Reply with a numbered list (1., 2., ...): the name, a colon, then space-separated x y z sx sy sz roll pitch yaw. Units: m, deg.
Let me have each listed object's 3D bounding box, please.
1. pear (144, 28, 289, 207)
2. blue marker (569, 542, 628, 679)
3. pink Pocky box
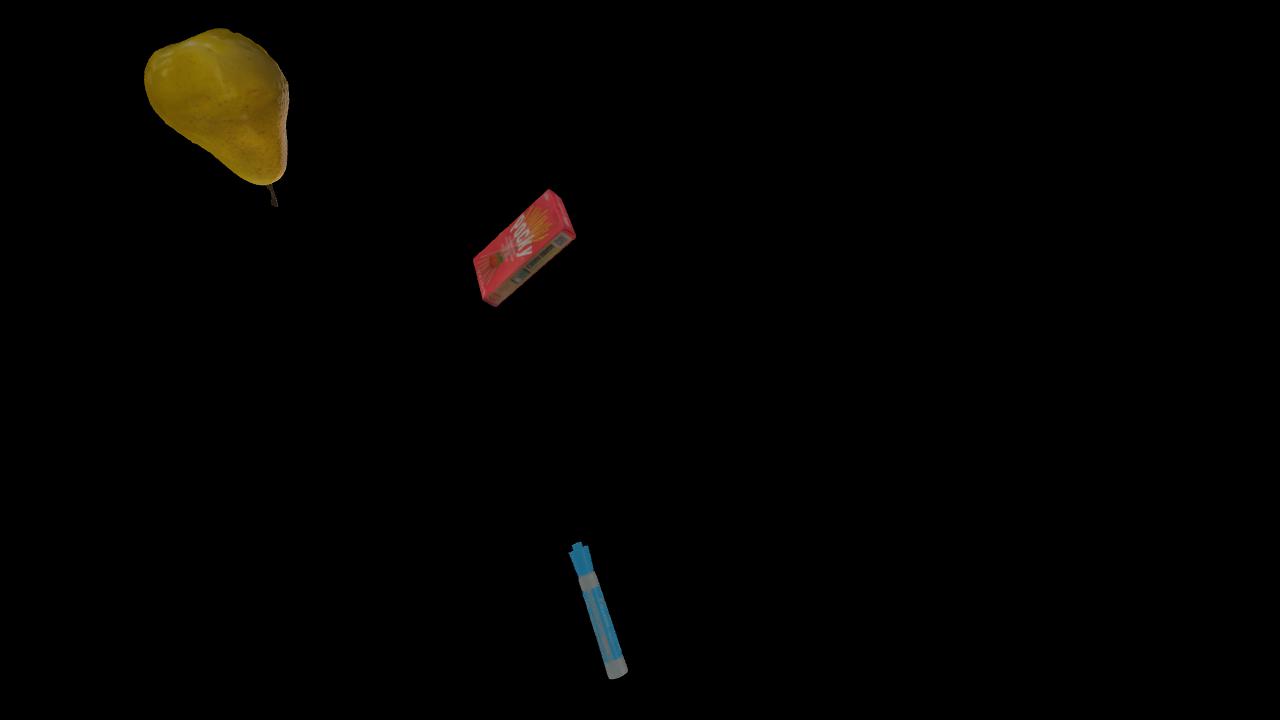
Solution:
1. pear: -0.265 -0.156 0.412 0.080 0.111 0.080 -14 36 10
2. blue marker: -0.039 0.226 0.561 0.020 0.121 0.020 -19 -9 -3
3. pink Pocky box: -0.158 -0.149 0.822 0.155 0.084 0.029 -36 -37 19
